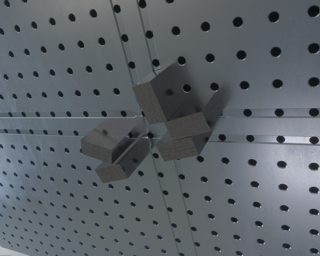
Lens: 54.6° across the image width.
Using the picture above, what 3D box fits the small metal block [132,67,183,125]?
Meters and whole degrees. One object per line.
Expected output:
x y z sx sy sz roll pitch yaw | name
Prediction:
-0.001 -0.039 0.372 0.025 0.050 0.050 -11 113 33 | small metal block

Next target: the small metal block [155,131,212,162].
0.031 0.014 0.388 0.050 0.050 0.025 -15 111 34 | small metal block

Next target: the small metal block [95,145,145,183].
-0.059 0.054 0.460 0.050 0.050 0.025 -17 110 35 | small metal block

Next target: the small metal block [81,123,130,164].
-0.078 0.021 0.450 0.050 0.050 0.025 16 125 19 | small metal block

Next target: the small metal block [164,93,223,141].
0.041 -0.013 0.366 0.050 0.050 0.025 -16 110 34 | small metal block
